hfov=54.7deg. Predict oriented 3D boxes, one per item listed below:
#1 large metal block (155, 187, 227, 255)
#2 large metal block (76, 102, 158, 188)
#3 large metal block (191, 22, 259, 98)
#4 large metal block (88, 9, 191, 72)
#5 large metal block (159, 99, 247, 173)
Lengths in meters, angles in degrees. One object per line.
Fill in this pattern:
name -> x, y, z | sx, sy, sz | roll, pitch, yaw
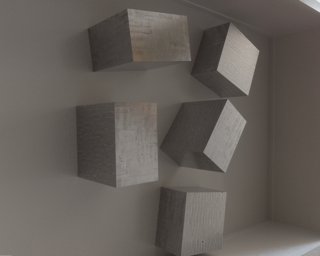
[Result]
large metal block -> 0.044, 0.125, 0.430 | 0.081, 0.050, 0.080 | 10, 84, -40
large metal block -> -0.048, 0.015, 0.332 | 0.050, 0.080, 0.079 | -2, 92, -40
large metal block -> 0.102, -0.101, 0.478 | 0.080, 0.050, 0.080 | 28, 72, -37
large metal block -> -0.024, -0.095, 0.352 | 0.081, 0.080, 0.050 | -11, 97, -40
large metal block -> 0.058, 0.010, 0.422 | 0.050, 0.080, 0.080 | 43, 64, -32
